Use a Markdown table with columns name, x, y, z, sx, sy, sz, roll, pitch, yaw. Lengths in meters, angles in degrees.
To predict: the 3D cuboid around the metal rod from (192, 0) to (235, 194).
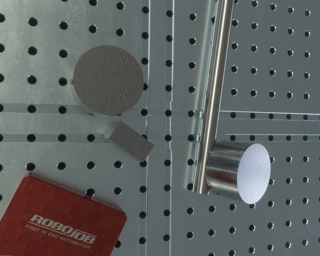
| name | x | y | z | sx | sy | sz | roll | pitch | yaw |
| --- | --- | --- | --- | --- | --- | --- | --- | --- | --- |
| metal rod | 0.078 | -0.058 | 0.441 | 0.025 | 0.025 | 0.298 | 9 | 87 | -20 |

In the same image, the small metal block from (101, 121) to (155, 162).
| name | x | y | z | sx | sy | sz | roll | pitch | yaw |
| --- | --- | --- | --- | --- | --- | --- | --- | --- | --- |
| small metal block | -0.041 | 0.016 | 0.384 | 0.050 | 0.050 | 0.025 | 37 | 78 | -17 |

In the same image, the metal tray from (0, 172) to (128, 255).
| name | x | y | z | sx | sy | sz | roll | pitch | yaw |
| --- | --- | --- | --- | --- | --- | --- | --- | --- | --- |
| metal tray | -0.116 | 0.119 | 0.367 | 0.131 | 0.030 | 0.090 | 27 | 81 | -18 |

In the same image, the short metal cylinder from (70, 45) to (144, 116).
| name | x | y | z | sx | sy | sz | roll | pitch | yaw |
| --- | --- | --- | --- | --- | --- | --- | --- | --- | --- |
| short metal cylinder | -0.065 | -0.054 | 0.375 | 0.081 | 0.050 | 0.079 | 0 | 90 | -20 |

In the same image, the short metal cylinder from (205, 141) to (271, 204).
| name | x | y | z | sx | sy | sz | roll | pitch | yaw |
| --- | --- | --- | --- | --- | --- | --- | --- | --- | --- |
| short metal cylinder | 0.108 | 0.059 | 0.425 | 0.081 | 0.050 | 0.079 | -4 | 96 | -42 |
